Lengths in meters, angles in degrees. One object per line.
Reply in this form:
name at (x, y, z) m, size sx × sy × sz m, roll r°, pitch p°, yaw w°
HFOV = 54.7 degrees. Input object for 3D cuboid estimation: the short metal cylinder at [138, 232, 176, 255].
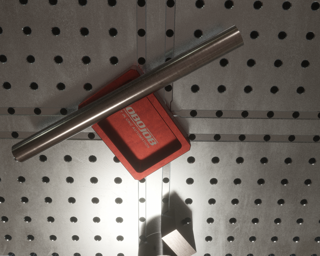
short metal cylinder at (0.005, 0.210, 0.478) m, size 0.081 × 0.050 × 0.079 m, roll 0°, pitch 110°, yaw -1°

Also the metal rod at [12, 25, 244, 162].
metal rod at (-0.045, -0.036, 0.367) m, size 0.301 × 0.025 × 0.025 m, roll -27°, pitch 108°, yaw 9°

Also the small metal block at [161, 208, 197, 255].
small metal block at (0.027, 0.156, 0.458) m, size 0.025 × 0.050 × 0.050 m, roll -35°, pitch 107°, yaw 11°

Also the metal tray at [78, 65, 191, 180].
metal tray at (-0.031, -0.004, 0.408) m, size 0.090 × 0.030 × 0.130 m, roll -33°, pitch 107°, yaw 11°
